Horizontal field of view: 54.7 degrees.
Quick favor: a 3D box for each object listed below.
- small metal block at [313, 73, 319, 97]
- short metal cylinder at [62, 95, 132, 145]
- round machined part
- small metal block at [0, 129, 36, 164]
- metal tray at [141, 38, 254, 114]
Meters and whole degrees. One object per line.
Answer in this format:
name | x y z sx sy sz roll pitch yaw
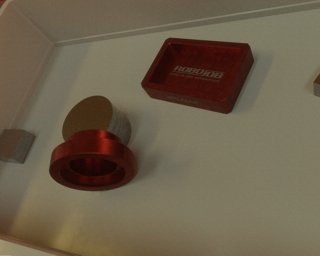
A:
small metal block | 0.203 -0.052 0.332 0.050 0.025 0.050 32 79 37
short metal cylinder | -0.087 0.002 0.433 0.080 0.050 0.080 -13 56 20
round machined part | -0.080 0.037 0.377 0.098 0.098 0.042 -18 53 18
small metal block | -0.242 0.030 0.511 0.050 0.025 0.050 2 62 28
metal tray | 0.049 -0.075 0.422 0.130 0.030 0.090 16 70 34
